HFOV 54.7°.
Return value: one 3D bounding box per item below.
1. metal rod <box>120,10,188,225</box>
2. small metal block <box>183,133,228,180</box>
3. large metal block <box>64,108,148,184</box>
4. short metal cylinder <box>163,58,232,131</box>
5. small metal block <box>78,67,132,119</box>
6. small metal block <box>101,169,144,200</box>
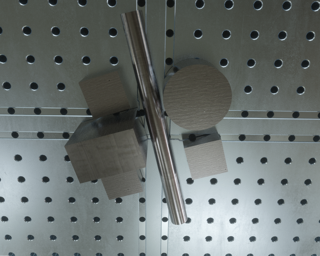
[{"bbox_3d":[-0.003,0.001,0.413,0.025,0.025,0.298,-12,110,4],"label":"metal rod"},{"bbox_3d":[0.063,0.039,0.428,0.050,0.025,0.050,-14,110,4],"label":"small metal block"},{"bbox_3d":[-0.062,0.019,0.389,0.080,0.080,0.050,-14,110,5],"label":"large metal block"},{"bbox_3d":[0.044,-0.043,0.384,0.081,0.050,0.079,0,110,-1],"label":"short metal cylinder"},{"bbox_3d":[-0.068,-0.044,0.396,0.050,0.025,0.050,-16,110,5],"label":"small metal block"},{"bbox_3d":[-0.054,0.068,0.438,0.050,0.025,0.050,-15,110,5],"label":"small metal block"}]
